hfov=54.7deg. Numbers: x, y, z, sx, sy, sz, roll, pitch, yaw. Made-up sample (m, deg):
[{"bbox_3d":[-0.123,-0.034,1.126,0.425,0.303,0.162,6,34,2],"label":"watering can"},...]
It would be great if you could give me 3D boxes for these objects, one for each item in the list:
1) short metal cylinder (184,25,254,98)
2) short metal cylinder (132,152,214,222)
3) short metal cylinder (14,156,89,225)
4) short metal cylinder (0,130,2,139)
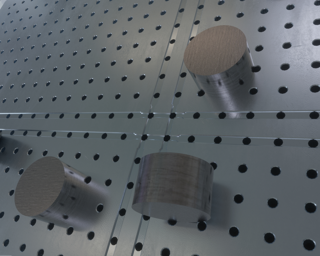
[{"bbox_3d":[0.078,-0.086,0.404,0.080,0.050,0.080,-13,56,21],"label":"short metal cylinder"},{"bbox_3d":[0.014,0.065,0.326,0.080,0.080,0.050,-5,60,25],"label":"short metal cylinder"},{"bbox_3d":[-0.144,0.085,0.416,0.080,0.050,0.080,-13,56,21],"label":"short metal cylinder"},{"bbox_3d":[-0.324,0.017,0.532,0.080,0.080,0.050,1,63,29],"label":"short metal cylinder"}]
